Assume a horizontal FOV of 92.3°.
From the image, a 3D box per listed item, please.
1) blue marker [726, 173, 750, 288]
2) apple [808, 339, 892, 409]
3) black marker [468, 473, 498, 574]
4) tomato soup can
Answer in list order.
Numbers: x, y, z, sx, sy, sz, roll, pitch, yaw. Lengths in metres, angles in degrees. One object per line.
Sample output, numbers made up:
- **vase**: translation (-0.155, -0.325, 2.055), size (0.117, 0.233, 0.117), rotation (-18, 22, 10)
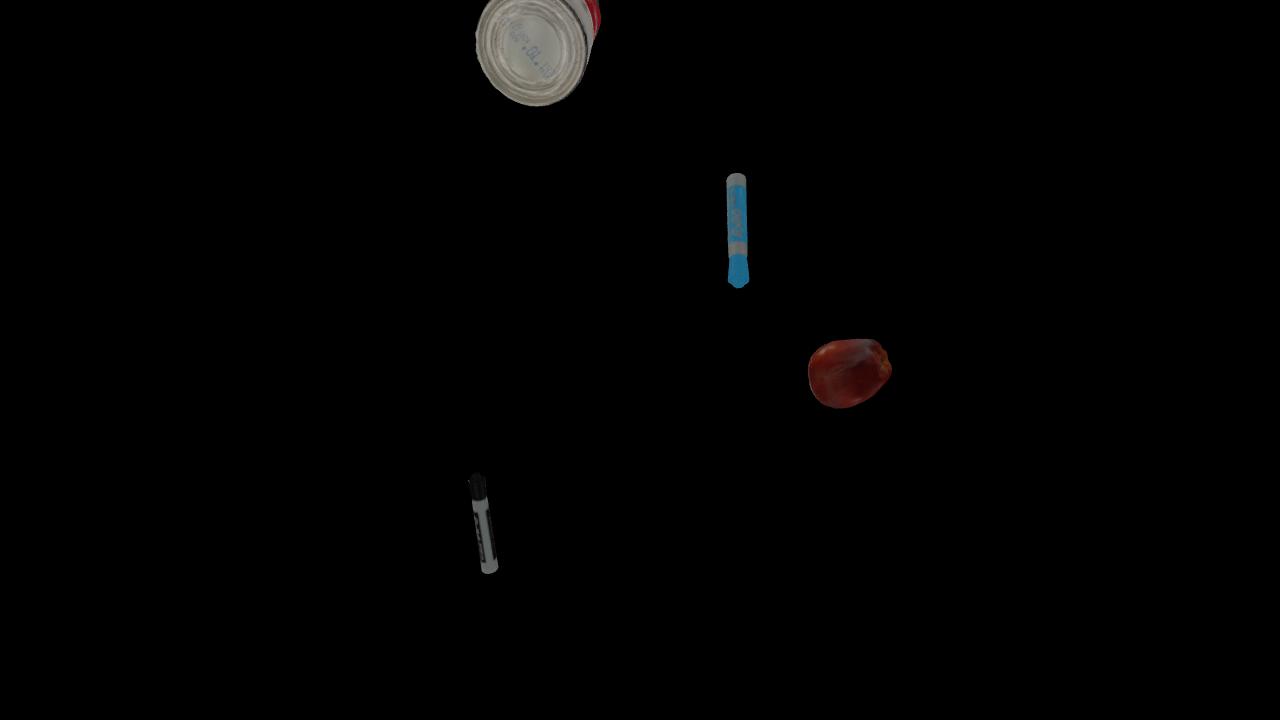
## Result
- **blue marker**: translation (0.089, -0.118, 0.559), size (0.020, 0.121, 0.020), rotation (3, -27, 1)
- **apple**: translation (0.235, 0.015, 0.699), size (0.079, 0.079, 0.093), rotation (0, -16, -46)
- **black marker**: translation (-0.174, 0.181, 0.682), size (0.020, 0.121, 0.020), rotation (-3, 18, 1)
- **tomato soup can**: translation (-0.062, -0.212, 0.395), size (0.068, 0.068, 0.101), rotation (0, 40, 1)
